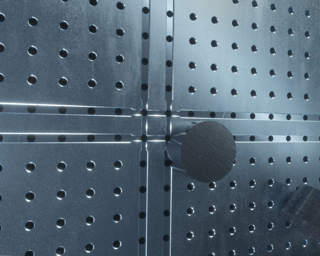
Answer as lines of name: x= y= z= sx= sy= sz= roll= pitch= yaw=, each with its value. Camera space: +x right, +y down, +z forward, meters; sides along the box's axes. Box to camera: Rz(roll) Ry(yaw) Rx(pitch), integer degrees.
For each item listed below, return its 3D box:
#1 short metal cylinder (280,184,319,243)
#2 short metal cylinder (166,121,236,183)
short metal cylinder: x=0.232 y=0.131 z=0.469 sx=0.080 sy=0.080 sz=0.050 roll=43 pitch=77 yaw=-15
short metal cylinder: x=0.055 y=0.030 z=0.419 sx=0.081 sy=0.050 sz=0.079 roll=0 pitch=90 yaw=-20
